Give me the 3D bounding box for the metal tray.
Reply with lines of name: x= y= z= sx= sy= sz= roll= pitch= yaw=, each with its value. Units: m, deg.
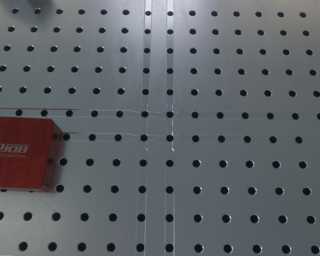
metal tray: x=-0.202 y=0.032 z=0.396 sx=0.131 sy=0.030 sz=0.090 roll=3 pitch=70 yaw=1
